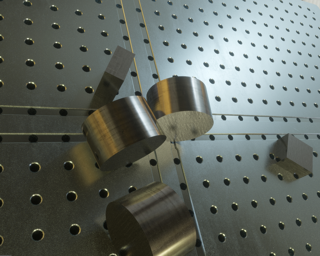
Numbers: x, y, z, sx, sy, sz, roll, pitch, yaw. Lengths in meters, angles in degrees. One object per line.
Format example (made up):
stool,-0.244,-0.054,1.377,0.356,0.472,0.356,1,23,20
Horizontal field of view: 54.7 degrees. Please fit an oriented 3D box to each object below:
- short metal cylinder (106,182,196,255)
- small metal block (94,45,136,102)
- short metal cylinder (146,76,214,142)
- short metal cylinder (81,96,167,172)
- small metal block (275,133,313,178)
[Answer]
short metal cylinder,-0.011,0.100,0.306,0.050,0.080,0.080,-20,73,-35
small metal block,-0.059,-0.070,0.403,0.025,0.050,0.050,26,53,-13
short metal cylinder,0.025,-0.022,0.400,0.081,0.080,0.050,7,59,-25
short metal cylinder,-0.040,0.007,0.347,0.081,0.080,0.050,-18,71,-35
small metal block,0.216,0.044,0.497,0.050,0.025,0.050,30,52,-9
